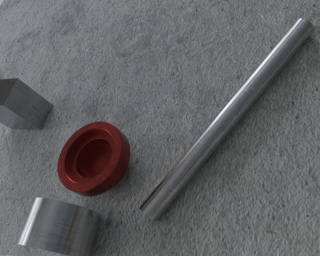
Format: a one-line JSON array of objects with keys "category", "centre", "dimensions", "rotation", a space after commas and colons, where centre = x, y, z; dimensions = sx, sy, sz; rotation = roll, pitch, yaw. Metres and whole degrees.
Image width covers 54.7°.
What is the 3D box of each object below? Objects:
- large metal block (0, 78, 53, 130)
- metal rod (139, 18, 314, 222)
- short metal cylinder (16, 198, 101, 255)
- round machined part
[{"category": "large metal block", "centre": [-0.245, -0.038, 0.521], "dimensions": [0.080, 0.080, 0.050], "rotation": [2, 63, 29]}, {"category": "metal rod", "centre": [0.083, -0.014, 0.368], "dimensions": [0.300, 0.025, 0.025], "rotation": [-49, 52, -7]}, {"category": "short metal cylinder", "centre": [-0.114, 0.117, 0.357], "dimensions": [0.080, 0.080, 0.050], "rotation": [-1, 61, 27]}, {"category": "round machined part", "centre": [-0.082, 0.044, 0.409], "dimensions": [0.098, 0.042, 0.098], "rotation": [-13, 56, 21]}]
